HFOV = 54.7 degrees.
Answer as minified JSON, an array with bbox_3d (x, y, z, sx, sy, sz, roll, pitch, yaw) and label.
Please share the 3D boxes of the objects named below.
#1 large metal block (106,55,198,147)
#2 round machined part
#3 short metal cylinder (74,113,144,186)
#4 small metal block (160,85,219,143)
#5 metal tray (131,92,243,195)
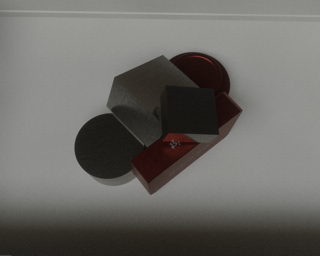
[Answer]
[{"bbox_3d":[-0.003,-0.031,0.368,0.080,0.050,0.081,45,51,14],"label":"large metal block"},{"bbox_3d":[0.047,-0.063,0.422,0.099,0.042,0.098,0,70,-1],"label":"round machined part"},{"bbox_3d":[-0.059,0.028,0.383,0.081,0.050,0.080,0,70,0],"label":"short metal cylinder"},{"bbox_3d":[0.029,-0.013,0.312,0.050,0.025,0.050,2,69,-14],"label":"small metal block"},{"bbox_3d":[0.030,0.021,0.365,0.131,0.090,0.030,-36,74,-13],"label":"metal tray"}]
